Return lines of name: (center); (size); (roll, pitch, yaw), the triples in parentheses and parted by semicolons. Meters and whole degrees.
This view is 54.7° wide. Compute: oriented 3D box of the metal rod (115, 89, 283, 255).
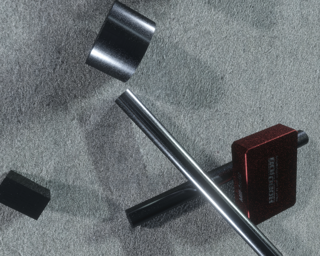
metal rod: (0.053, 0.068, 0.404); (0.025, 0.025, 0.300); (-44, 95, -15)

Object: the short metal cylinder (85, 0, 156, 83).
short metal cylinder: (-0.047, -0.100, 0.363); (0.050, 0.080, 0.080); (25, 82, -19)

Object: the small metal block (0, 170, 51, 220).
small metal block: (-0.150, 0.072, 0.341); (0.050, 0.050, 0.025); (34, 79, -17)

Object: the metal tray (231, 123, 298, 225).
metal tray: (0.151, 0.068, 0.442); (0.091, 0.030, 0.129); (-19, 116, -20)

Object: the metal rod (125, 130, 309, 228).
metal rod: (0.094, 0.066, 0.445); (0.302, 0.025, 0.025); (-21, 97, -19)
